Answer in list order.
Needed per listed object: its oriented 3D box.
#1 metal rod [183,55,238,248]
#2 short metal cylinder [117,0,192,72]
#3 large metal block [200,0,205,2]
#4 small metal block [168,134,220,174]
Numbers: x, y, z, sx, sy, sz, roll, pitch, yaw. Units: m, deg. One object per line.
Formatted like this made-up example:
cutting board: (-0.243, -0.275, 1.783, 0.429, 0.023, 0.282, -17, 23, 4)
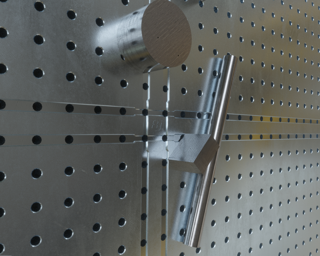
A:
metal rod: (0.081, 0.028, 0.479, 0.025, 0.025, 0.299, 23, 75, -38)
short metal cylinder: (-0.006, -0.113, 0.389, 0.081, 0.050, 0.079, 0, 90, -40)
large metal block: (0.084, -0.251, 0.465, 0.080, 0.050, 0.080, -47, 118, -30)
small metal block: (0.047, 0.035, 0.435, 0.025, 0.050, 0.050, 52, 59, -28)
